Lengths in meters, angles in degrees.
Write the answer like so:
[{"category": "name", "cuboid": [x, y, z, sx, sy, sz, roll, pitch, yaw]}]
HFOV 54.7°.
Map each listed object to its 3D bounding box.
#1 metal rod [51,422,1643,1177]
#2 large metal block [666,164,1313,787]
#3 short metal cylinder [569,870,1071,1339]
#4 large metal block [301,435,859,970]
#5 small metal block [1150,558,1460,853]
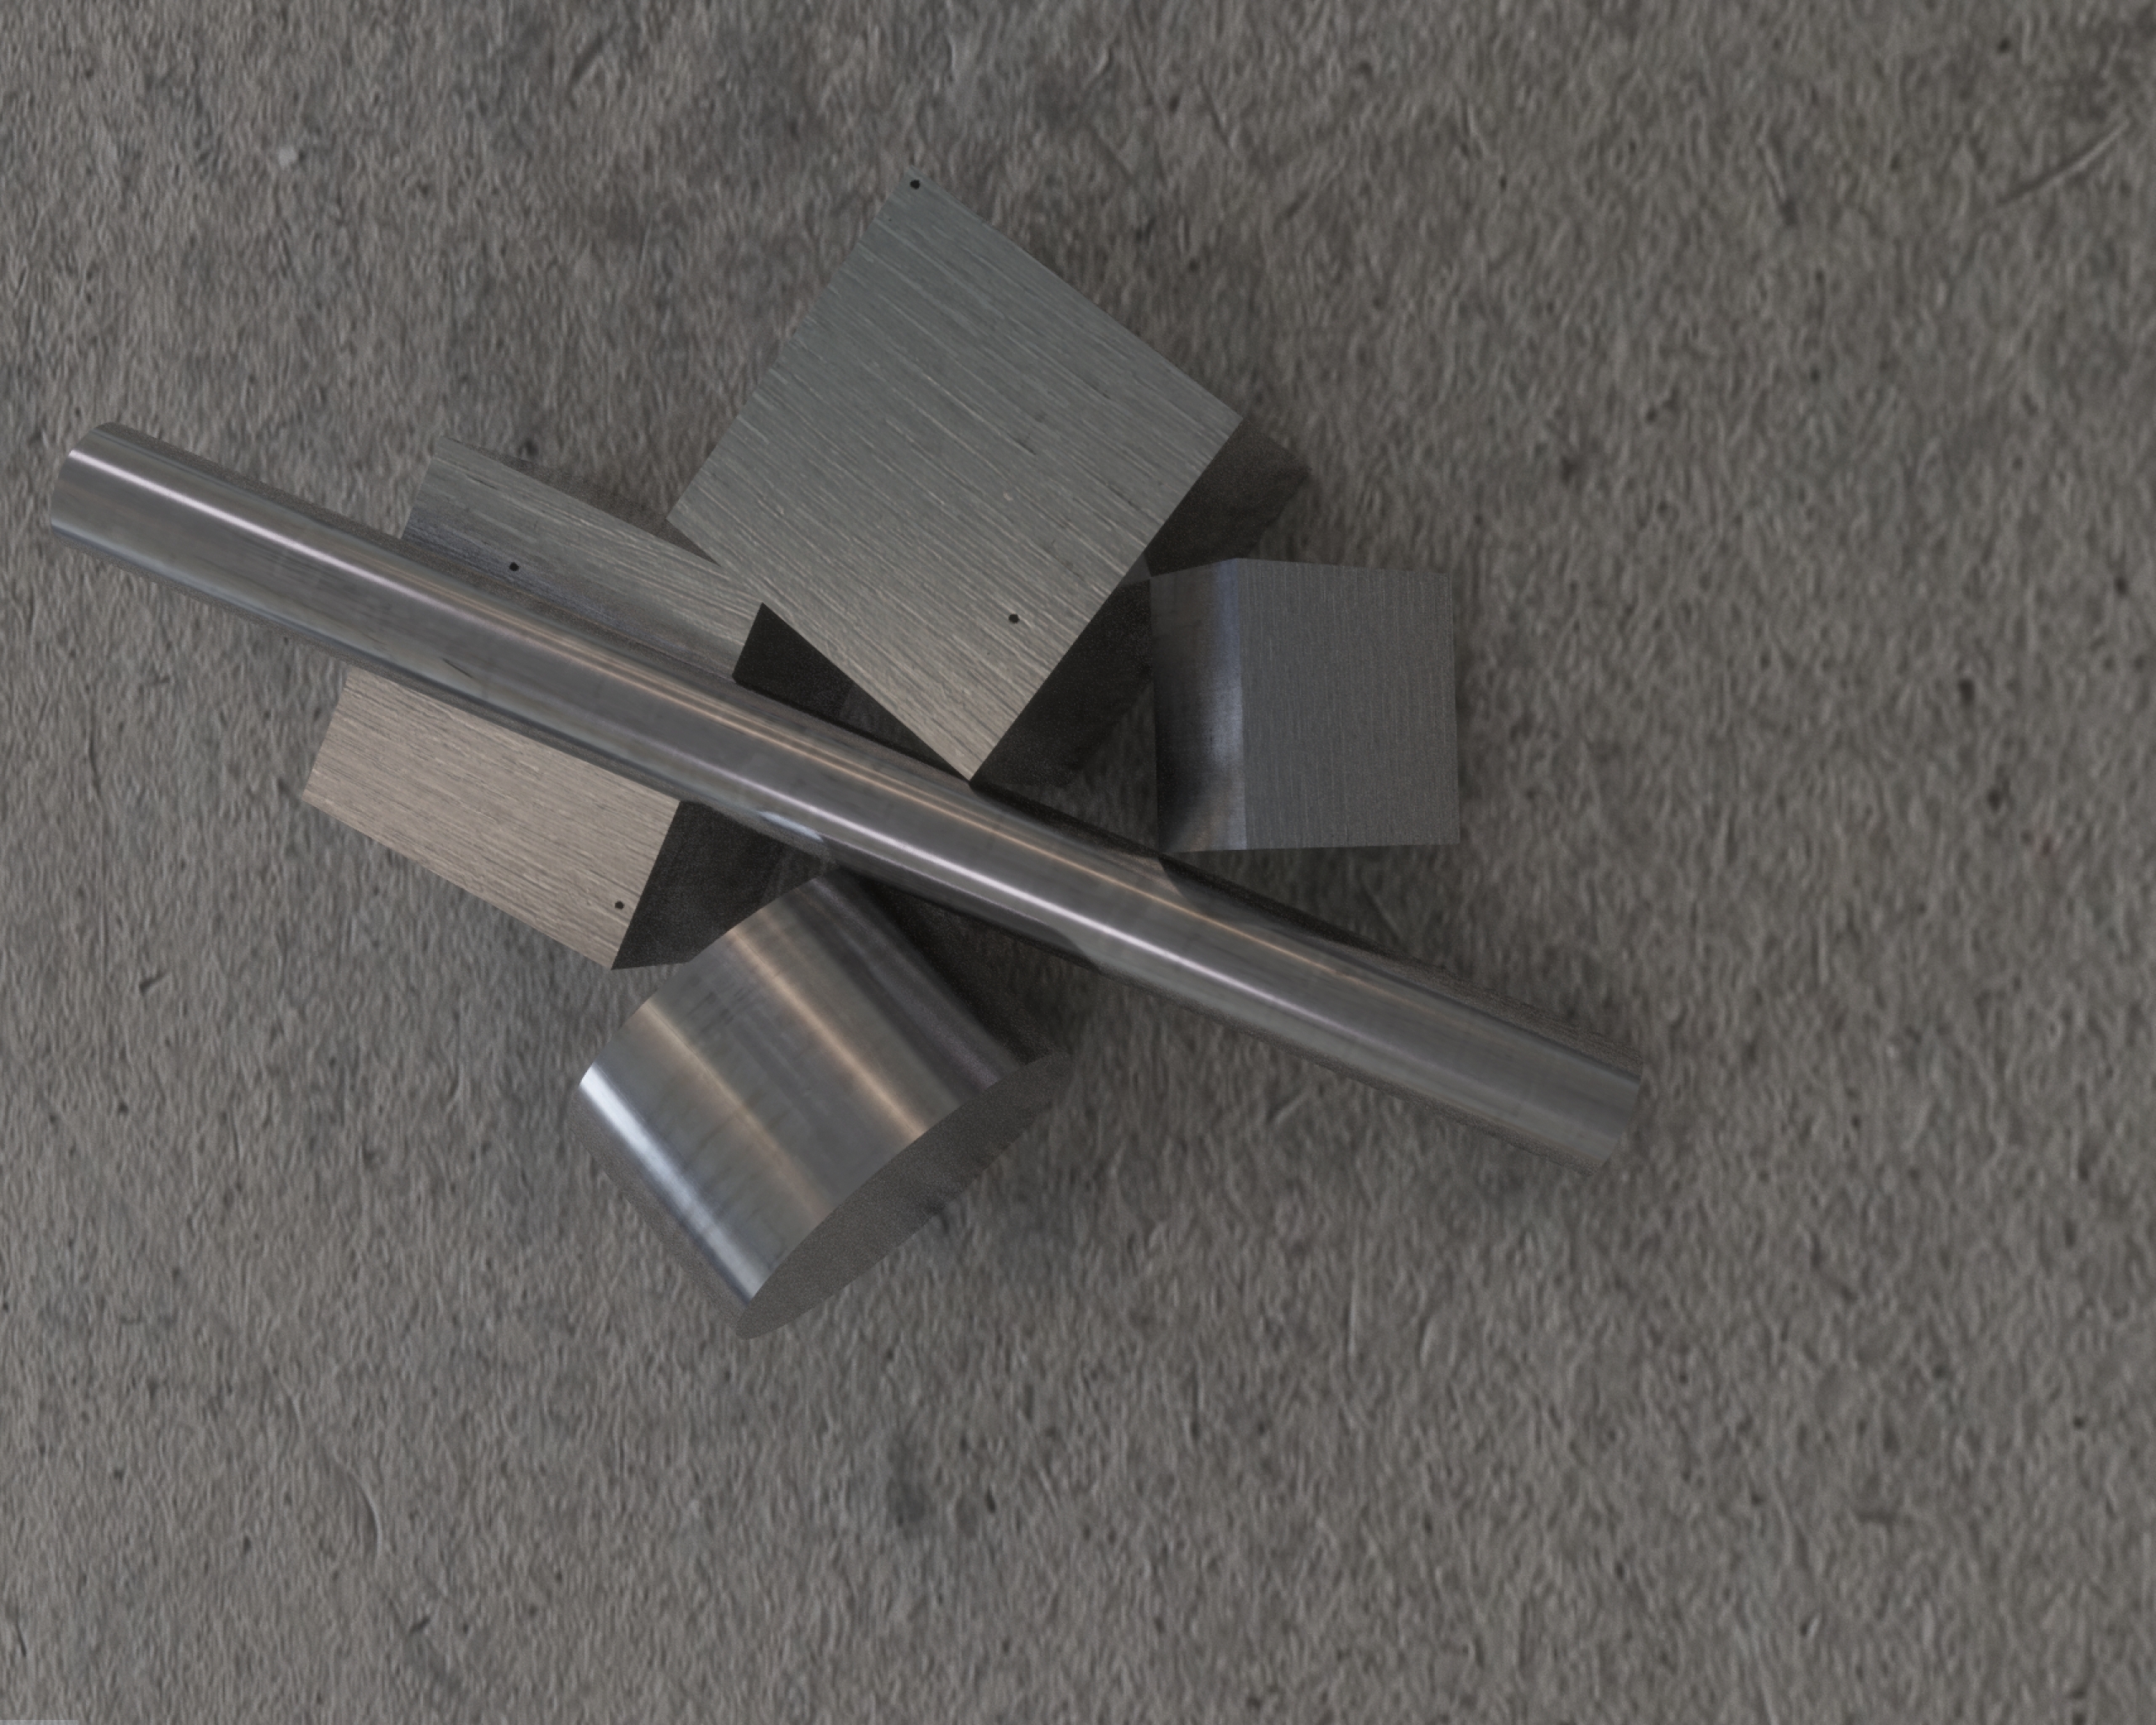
[{"category": "metal rod", "cuboid": [-0.043, -0.012, 0.381, 0.301, 0.025, 0.025, 22, 98, 2]}, {"category": "large metal block", "cuboid": [-0.016, -0.071, 0.400, 0.080, 0.050, 0.080, 41, 103, 15]}, {"category": "short metal cylinder", "cuboid": [-0.048, 0.045, 0.397, 0.080, 0.080, 0.050, -46, 76, 14]}, {"category": "large metal block", "cuboid": [-0.100, -0.032, 0.432, 0.080, 0.050, 0.080, 26, 99, 18]}, {"category": "small metal block", "cuboid": [0.042, -0.027, 0.380, 0.025, 0.050, 0.050, -2, 89, 56]}]
